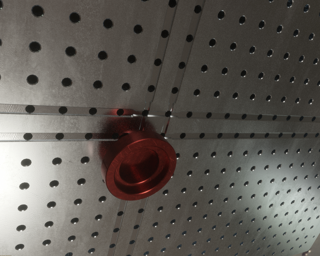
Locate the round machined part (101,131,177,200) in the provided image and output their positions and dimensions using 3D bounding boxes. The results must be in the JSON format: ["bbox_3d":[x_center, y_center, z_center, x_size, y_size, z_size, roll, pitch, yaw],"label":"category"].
[{"bbox_3d":[-0.031,0.045,0.413,0.099,0.042,0.097,-14,125,-21],"label":"round machined part"}]
